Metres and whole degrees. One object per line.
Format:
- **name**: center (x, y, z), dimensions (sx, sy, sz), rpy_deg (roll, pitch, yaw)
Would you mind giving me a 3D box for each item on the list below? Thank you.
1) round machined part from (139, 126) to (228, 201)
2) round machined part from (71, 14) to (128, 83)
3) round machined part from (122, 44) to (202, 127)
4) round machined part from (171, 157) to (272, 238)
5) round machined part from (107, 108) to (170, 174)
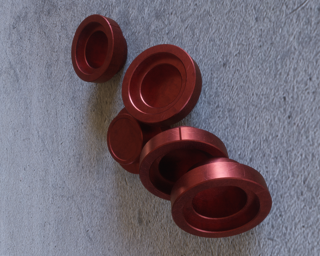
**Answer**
- **round machined part**: center (0.027, 0.036, 0.348), dimensions (0.098, 0.098, 0.042), rpy_deg (-46, 26, 30)
- **round machined part**: center (-0.087, -0.116, 0.466), dimensions (0.098, 0.042, 0.097), rpy_deg (0, 90, 40)
- **round machined part**: center (0.005, -0.048, 0.378), dimensions (0.098, 0.042, 0.098), rpy_deg (-7, 74, 27)
- **round machined part**: center (0.060, 0.068, 0.321), dimensions (0.098, 0.098, 0.042), rpy_deg (-47, 27, 30)
- **round machined part**: center (-0.035, 0.015, 0.423), dimensions (0.098, 0.042, 0.097), rpy_deg (0, 90, 40)
